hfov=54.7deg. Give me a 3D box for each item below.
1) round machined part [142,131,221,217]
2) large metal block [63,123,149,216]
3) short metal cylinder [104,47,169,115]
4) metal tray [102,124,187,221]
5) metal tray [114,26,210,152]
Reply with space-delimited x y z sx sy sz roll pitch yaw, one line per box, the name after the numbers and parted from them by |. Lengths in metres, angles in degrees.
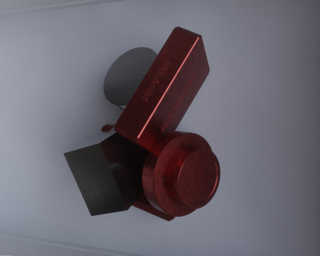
0.031 0.054 0.355 0.042 0.099 0.097 8 93 50 | round machined part
-0.057 0.047 0.374 0.050 0.080 0.080 -16 101 25 | large metal block
-0.023 -0.053 0.387 0.080 0.050 0.080 -13 61 26 | short metal cylinder
-0.026 0.056 0.413 0.130 0.030 0.089 18 96 19 | metal tray
0.008 -0.036 0.354 0.030 0.090 0.130 28 84 20 | metal tray
